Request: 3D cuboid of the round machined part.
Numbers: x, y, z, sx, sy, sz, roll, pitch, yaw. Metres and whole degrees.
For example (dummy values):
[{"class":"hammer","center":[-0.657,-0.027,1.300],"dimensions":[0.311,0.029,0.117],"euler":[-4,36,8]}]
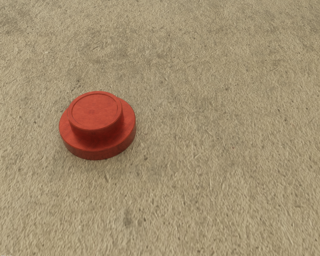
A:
[{"class":"round machined part","center":[-0.081,-0.010,0.401],"dimensions":[0.099,0.042,0.098],"euler":[0,50,0]}]
